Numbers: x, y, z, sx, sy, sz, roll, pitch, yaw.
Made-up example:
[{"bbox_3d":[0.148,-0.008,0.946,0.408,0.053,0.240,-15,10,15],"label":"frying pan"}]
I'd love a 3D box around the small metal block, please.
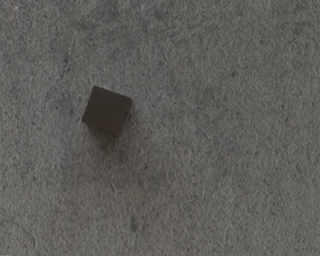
[{"bbox_3d":[-0.069,-0.023,0.410,0.050,0.025,0.050,19,90,0],"label":"small metal block"}]
